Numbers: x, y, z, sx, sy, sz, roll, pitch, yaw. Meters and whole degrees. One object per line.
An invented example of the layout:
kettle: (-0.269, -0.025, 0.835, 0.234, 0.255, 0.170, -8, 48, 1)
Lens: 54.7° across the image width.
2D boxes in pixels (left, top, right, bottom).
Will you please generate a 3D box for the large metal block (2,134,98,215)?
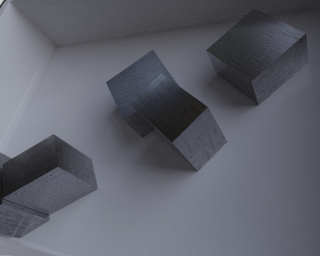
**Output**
large metal block: (-0.142, 0.064, 0.404, 0.080, 0.080, 0.050, -29, 52, 9)

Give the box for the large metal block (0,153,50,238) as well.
large metal block: (-0.202, 0.092, 0.418, 0.050, 0.080, 0.080, -32, 52, 7)

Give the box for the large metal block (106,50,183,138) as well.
large metal block: (-0.017, -0.047, 0.426, 0.080, 0.050, 0.080, -34, 51, 6)

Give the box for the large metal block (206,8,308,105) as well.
large metal block: (0.119, -0.088, 0.381, 0.080, 0.050, 0.080, -41, 51, -1)

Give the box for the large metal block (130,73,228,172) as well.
large metal block: (0.023, -0.006, 0.361, 0.050, 0.080, 0.080, -45, 52, -3)
